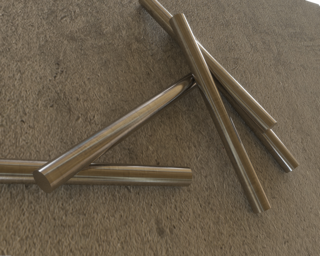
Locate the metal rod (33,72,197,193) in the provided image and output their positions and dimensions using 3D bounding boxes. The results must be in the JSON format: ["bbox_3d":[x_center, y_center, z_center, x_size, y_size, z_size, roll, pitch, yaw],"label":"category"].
[{"bbox_3d":[-0.021,-0.018,0.384,0.025,0.025,0.302,47,45,5],"label":"metal rod"}]

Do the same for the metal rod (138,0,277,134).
[{"bbox_3d":[0.062,-0.110,0.474,0.025,0.025,0.300,-24,66,-36],"label":"metal rod"}]

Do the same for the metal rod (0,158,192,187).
[{"bbox_3d":[-0.102,0.046,0.320,0.302,0.025,0.025,6,59,-25],"label":"metal rod"}]

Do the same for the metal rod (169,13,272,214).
[{"bbox_3d":[0.081,-0.027,0.437,0.025,0.025,0.299,-15,78,-34],"label":"metal rod"}]

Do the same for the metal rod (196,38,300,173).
[{"bbox_3d":[0.115,-0.056,0.499,0.025,0.025,0.299,-30,78,-38],"label":"metal rod"}]
